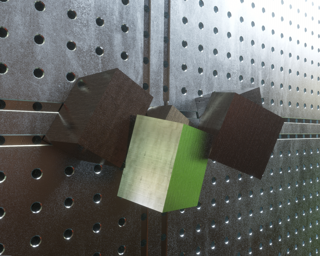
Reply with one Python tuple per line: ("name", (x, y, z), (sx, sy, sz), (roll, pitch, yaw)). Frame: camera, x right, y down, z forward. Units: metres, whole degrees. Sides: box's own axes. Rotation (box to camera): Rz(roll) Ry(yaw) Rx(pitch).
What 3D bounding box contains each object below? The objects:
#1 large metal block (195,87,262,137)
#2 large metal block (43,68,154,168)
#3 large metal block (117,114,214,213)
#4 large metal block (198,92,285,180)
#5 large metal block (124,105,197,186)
("large metal block", (0.107, -0.014, 0.465), (0.050, 0.080, 0.079), (-21, 104, -38))
("large metal block", (-0.064, -0.010, 0.320), (0.050, 0.080, 0.080), (37, 67, -34))
("large metal block", (0.009, 0.036, 0.317), (0.080, 0.050, 0.080), (17, 86, -60))
("large metal block", (0.094, 0.008, 0.384), (0.080, 0.050, 0.080), (23, 88, -22))
("large metal block", (0.008, 0.027, 0.401), (0.080, 0.050, 0.080), (39, 66, -33))
